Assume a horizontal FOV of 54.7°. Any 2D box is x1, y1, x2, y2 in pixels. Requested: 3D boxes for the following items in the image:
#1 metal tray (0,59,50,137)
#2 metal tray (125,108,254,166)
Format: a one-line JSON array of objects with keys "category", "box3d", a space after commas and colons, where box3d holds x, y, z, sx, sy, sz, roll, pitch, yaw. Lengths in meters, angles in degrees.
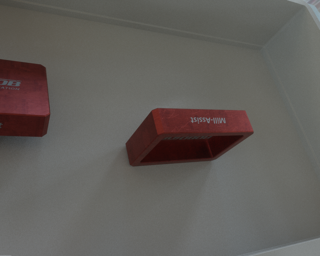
[{"category": "metal tray", "box3d": [-0.183, -0.035, 0.309, 0.131, 0.030, 0.090, 3, 43, -27]}, {"category": "metal tray", "box3d": [0.035, 0.013, 0.376, 0.131, 0.090, 0.030, 0, 62, -29]}]
